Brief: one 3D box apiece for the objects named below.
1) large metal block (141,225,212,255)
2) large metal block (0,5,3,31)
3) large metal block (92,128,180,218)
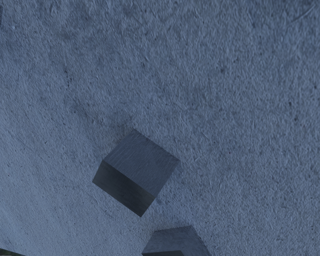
[{"bbox_3d":[0.031,0.212,0.505,0.080,0.050,0.080,-22,107,36],"label":"large metal block"},{"bbox_3d":[-0.280,-0.156,0.442,0.080,0.050,0.079,36,129,4],"label":"large metal block"},{"bbox_3d":[-0.031,0.059,0.424,0.080,0.080,0.050,35,129,5],"label":"large metal block"}]
